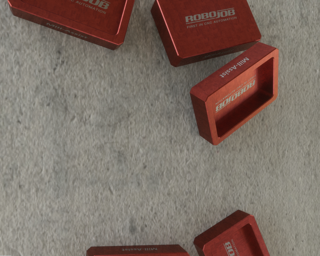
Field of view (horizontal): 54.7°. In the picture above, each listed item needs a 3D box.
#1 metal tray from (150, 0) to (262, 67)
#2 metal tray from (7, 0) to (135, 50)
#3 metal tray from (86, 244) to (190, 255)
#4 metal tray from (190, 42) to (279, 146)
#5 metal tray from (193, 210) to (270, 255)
[{"bbox_3d":[0.063,-0.142,0.420,0.131,0.030,0.090,-18,83,-20],"label":"metal tray"},{"bbox_3d":[-0.099,-0.158,0.369,0.131,0.030,0.090,16,85,-20],"label":"metal tray"},{"bbox_3d":[-0.030,0.200,0.396,0.131,0.030,0.089,7,88,-20],"label":"metal tray"},{"bbox_3d":[0.106,-0.046,0.423,0.131,0.030,0.090,-35,136,-17],"label":"metal tray"},{"bbox_3d":[0.114,0.198,0.450,0.091,0.030,0.129,-26,99,-18],"label":"metal tray"}]
